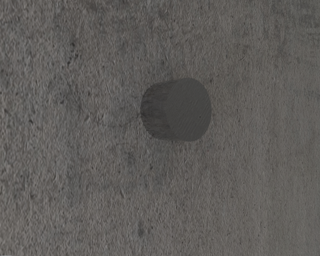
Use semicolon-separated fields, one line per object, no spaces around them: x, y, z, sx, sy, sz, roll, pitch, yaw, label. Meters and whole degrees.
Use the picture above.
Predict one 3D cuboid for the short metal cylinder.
0.022;-0.023;0.406;0.081;0.050;0.080;0;90;-40;short metal cylinder
